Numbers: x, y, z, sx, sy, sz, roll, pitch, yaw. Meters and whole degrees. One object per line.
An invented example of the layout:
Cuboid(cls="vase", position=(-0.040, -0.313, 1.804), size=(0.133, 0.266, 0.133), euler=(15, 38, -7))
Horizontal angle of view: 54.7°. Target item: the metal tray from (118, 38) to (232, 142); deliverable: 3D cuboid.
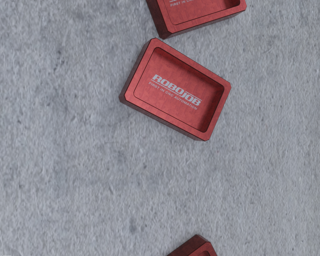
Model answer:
Cuboid(cls="metal tray", position=(0.023, -0.048, 0.415), size=(0.131, 0.030, 0.090), euler=(27, 81, -19))

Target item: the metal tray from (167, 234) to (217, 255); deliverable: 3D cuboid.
Cuboid(cls="metal tray", position=(0.053, 0.228, 0.427), size=(0.091, 0.030, 0.129), euler=(-30, 100, -18))

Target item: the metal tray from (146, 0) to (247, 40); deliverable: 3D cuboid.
Cuboid(cls="metal tray", position=(0.047, -0.185, 0.424), size=(0.131, 0.030, 0.090), euler=(-24, 98, -19))
